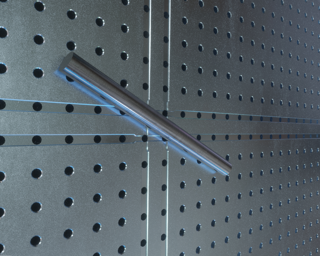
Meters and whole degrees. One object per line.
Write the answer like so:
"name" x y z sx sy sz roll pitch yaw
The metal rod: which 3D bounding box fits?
"metal rod" 0.003 -0.003 0.414 0.301 0.025 0.025 34 69 -35
